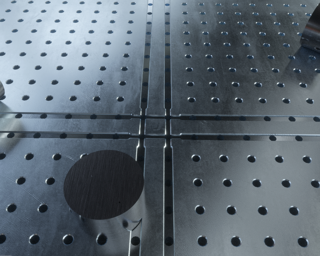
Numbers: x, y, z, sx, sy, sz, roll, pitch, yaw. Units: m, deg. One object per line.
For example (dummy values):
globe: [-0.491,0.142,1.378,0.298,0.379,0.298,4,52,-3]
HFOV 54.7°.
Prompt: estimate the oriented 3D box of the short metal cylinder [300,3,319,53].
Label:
short metal cylinder: [0.279,-0.167,0.516,0.050,0.080,0.080,33,57,24]

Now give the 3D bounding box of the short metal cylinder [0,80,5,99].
short metal cylinder: [-0.261,-0.055,0.415,0.080,0.080,0.050,19,53,14]

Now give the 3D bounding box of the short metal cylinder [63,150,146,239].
short metal cylinder: [-0.056,0.070,0.332,0.081,0.050,0.080,0,50,0]
